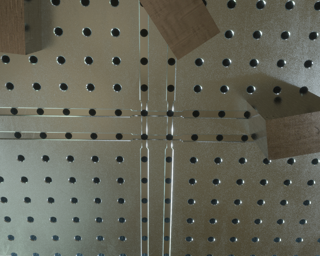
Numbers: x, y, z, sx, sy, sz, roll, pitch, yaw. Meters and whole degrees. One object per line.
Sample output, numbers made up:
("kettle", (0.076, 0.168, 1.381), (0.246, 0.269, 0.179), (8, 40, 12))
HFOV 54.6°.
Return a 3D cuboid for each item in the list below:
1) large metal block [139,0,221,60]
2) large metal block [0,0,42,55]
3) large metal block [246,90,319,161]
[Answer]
("large metal block", (0.017, -0.127, 0.337), (0.050, 0.080, 0.080), (-32, 107, 11))
("large metal block", (-0.184, -0.131, 0.351), (0.080, 0.050, 0.079), (6, 110, -3))
("large metal block", (0.160, -0.006, 0.383), (0.080, 0.080, 0.050), (-10, 110, 3))
